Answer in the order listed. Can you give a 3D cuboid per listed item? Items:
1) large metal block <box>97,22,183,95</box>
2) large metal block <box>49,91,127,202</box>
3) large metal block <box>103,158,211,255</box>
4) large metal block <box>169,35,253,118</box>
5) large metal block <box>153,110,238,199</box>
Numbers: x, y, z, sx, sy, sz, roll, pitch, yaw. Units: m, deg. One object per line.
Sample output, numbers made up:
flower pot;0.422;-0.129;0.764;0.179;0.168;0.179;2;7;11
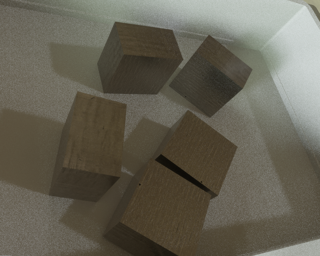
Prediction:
large metal block;-0.029;-0.088;0.410;0.081;0.080;0.050;-2;63;-30
large metal block;-0.074;0.023;0.317;0.050;0.080;0.080;14;56;-21
large metal block;-0.001;0.093;0.330;0.080;0.050;0.080;33;47;-7
large metal block;0.073;-0.074;0.457;0.080;0.080;0.050;38;51;-4
large metal block;0.040;0.038;0.390;0.080;0.050;0.080;37;51;-4
